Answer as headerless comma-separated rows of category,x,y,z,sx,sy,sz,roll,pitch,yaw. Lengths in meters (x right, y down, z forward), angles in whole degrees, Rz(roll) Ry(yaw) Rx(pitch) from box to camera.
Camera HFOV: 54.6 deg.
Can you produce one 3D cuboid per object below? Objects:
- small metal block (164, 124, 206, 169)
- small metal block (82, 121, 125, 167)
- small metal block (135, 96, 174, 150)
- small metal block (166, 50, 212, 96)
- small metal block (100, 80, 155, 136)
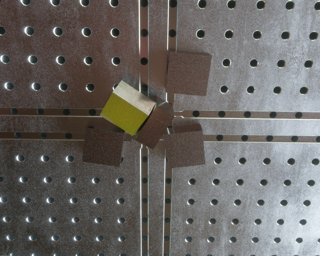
small metal block,0.033,0.025,0.423,0.050,0.025,0.050,-7,110,2
small metal block,-0.075,0.022,0.421,0.050,0.025,0.050,9,110,-4
small metal block,-0.007,-0.008,0.397,0.025,0.050,0.050,30,107,-11
small metal block,0.035,-0.069,0.388,0.050,0.025,0.050,5,110,-2
small metal block,-0.041,-0.024,0.391,0.050,0.025,0.050,33,138,-7
